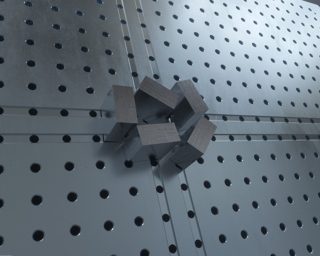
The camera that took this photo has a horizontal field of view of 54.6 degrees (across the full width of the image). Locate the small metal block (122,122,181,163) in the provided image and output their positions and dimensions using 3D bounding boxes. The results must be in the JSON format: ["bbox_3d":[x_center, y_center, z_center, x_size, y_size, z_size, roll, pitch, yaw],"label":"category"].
[{"bbox_3d":[-0.011,0.018,0.374,0.050,0.050,0.025,-5,64,-31],"label":"small metal block"}]

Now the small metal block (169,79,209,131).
[{"bbox_3d":[0.033,-0.031,0.427,0.025,0.050,0.050,-17,70,-35],"label":"small metal block"}]

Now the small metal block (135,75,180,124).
[{"bbox_3d":[-0.011,-0.033,0.406,0.050,0.050,0.025,30,53,-10],"label":"small metal block"}]

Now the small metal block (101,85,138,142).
[{"bbox_3d":[-0.050,-0.016,0.374,0.025,0.050,0.050,3,61,-26],"label":"small metal block"}]

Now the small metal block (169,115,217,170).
[{"bbox_3d":[0.043,0.019,0.402,0.025,0.050,0.050,36,51,-3],"label":"small metal block"}]
